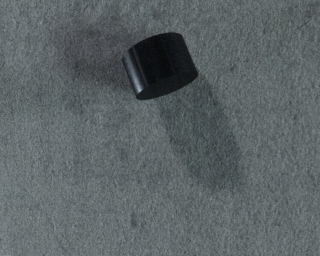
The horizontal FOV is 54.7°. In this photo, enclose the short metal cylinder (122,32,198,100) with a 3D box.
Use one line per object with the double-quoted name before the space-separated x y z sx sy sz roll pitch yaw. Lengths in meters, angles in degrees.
"short metal cylinder" 0.000 -0.073 0.379 0.080 0.080 0.050 -23 83 18
